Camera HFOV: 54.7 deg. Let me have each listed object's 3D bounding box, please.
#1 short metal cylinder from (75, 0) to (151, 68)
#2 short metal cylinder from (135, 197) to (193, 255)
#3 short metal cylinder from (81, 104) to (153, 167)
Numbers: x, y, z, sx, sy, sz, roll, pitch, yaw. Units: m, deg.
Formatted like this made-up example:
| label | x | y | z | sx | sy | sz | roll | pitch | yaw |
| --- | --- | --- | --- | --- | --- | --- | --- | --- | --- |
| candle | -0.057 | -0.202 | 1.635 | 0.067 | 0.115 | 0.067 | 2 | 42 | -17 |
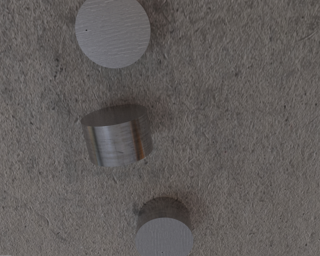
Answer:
| label | x | y | z | sx | sy | sz | roll | pitch | yaw |
| --- | --- | --- | --- | --- | --- | --- | --- | --- | --- |
| short metal cylinder | -0.050 | -0.112 | 0.354 | 0.081 | 0.050 | 0.079 | 0 | 110 | 0 |
| short metal cylinder | 0.006 | 0.148 | 0.451 | 0.081 | 0.050 | 0.079 | 0 | 110 | 0 |
| short metal cylinder | -0.052 | 0.007 | 0.382 | 0.080 | 0.080 | 0.050 | -8 | 110 | 3 |
